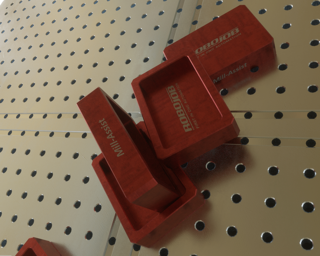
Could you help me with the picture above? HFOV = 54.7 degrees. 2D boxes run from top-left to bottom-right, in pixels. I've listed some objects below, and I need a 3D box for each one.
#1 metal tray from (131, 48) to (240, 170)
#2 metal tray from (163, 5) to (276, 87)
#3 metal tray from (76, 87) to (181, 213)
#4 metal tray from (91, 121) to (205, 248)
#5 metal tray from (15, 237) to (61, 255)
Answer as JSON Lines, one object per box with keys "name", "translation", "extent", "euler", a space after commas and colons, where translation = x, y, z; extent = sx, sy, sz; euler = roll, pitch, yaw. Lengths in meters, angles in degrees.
{"name": "metal tray", "translation": [0.025, -0.027, 0.368], "extent": [0.090, 0.030, 0.130], "euler": [-28, 52, 9]}
{"name": "metal tray", "translation": [0.078, -0.105, 0.428], "extent": [0.130, 0.030, 0.090], "euler": [-28, 52, 10]}
{"name": "metal tray", "translation": [-0.032, 0.025, 0.337], "extent": [0.030, 0.090, 0.130], "euler": [-36, 61, 4]}
{"name": "metal tray", "translation": [-0.019, 0.062, 0.375], "extent": [0.090, 0.030, 0.130], "euler": [-39, 51, 1]}
{"name": "metal tray", "translation": [-0.136, 0.201, 0.351], "extent": [0.130, 0.030, 0.090], "euler": [30, 78, 37]}
